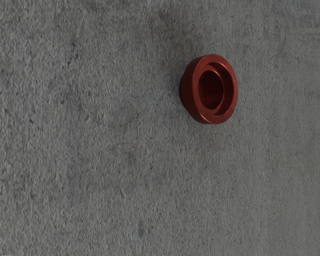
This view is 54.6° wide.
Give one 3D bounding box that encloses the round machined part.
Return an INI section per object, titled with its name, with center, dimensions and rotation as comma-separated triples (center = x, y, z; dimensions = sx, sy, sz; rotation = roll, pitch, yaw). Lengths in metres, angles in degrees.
[round machined part]
center = 0.066, -0.054, 0.448
dimensions = 0.099, 0.042, 0.097
rotation = 0, 90, -40
